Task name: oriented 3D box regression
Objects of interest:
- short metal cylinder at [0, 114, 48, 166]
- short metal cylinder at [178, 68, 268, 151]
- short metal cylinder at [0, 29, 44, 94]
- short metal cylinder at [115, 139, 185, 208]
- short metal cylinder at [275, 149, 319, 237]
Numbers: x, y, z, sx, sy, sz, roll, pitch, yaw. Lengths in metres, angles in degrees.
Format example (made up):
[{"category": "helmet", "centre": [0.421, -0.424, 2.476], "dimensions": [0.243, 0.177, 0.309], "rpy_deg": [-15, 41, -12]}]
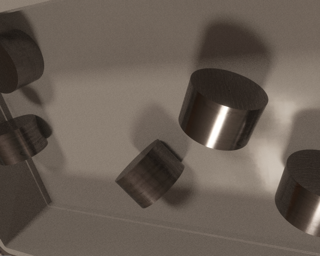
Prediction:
[{"category": "short metal cylinder", "centre": [-0.232, 0.018, 0.503], "dimensions": [0.080, 0.080, 0.050], "rpy_deg": [-3, 117, 29]}, {"category": "short metal cylinder", "centre": [0.065, -0.021, 0.325], "dimensions": [0.080, 0.080, 0.050], "rpy_deg": [24, 127, 13]}, {"category": "short metal cylinder", "centre": [-0.216, -0.096, 0.445], "dimensions": [0.080, 0.050, 0.079], "rpy_deg": [13, 124, 20]}, {"category": "short metal cylinder", "centre": [-0.014, 0.060, 0.416], "dimensions": [0.050, 0.080, 0.080], "rpy_deg": [46, 129, -4]}, {"category": "short metal cylinder", "centre": [0.168, 0.066, 0.325], "dimensions": [0.080, 0.080, 0.050], "rpy_deg": [16, 125, 19]}]
